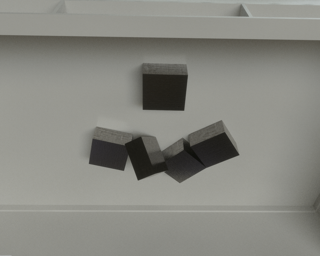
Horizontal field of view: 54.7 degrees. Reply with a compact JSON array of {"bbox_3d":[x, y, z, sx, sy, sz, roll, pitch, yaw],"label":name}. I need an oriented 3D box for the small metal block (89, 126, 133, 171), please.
[{"bbox_3d":[-0.069,0.030,0.432,0.050,0.025,0.050,13,129,-7],"label":"small metal block"}]

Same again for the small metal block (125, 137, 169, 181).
[{"bbox_3d":[-0.017,0.039,0.413,0.025,0.050,0.050,-24,169,18],"label":"small metal block"}]

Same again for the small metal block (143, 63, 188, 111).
[{"bbox_3d":[0.005,-0.048,0.368,0.050,0.025,0.050,1,130,-2],"label":"small metal block"}]

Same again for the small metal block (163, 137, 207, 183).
[{"bbox_3d":[0.031,0.048,0.451,0.050,0.025,0.050,-36,122,26],"label":"small metal block"}]

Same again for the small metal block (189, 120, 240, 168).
[{"bbox_3d":[0.075,0.023,0.430,0.050,0.025,0.050,-25,126,19],"label":"small metal block"}]
